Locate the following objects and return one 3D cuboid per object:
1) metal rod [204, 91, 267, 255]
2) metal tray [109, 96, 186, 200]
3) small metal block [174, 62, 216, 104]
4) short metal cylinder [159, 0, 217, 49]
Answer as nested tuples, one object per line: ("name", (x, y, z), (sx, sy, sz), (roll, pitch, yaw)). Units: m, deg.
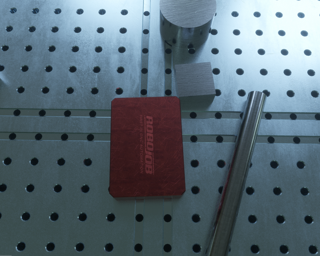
("metal rod", (0.087, 0.088, 0.380), (0.025, 0.025, 0.299), (18, 71, 6))
("metal tray", (-0.017, 0.024, 0.400), (0.091, 0.030, 0.130), (-2, 70, -1))
("small metal block", (0.048, -0.063, 0.435), (0.050, 0.025, 0.050), (-5, 70, -2))
("short metal cylinder", (0.039, -0.166, 0.460), (0.081, 0.050, 0.080), (0, 70, -1))
